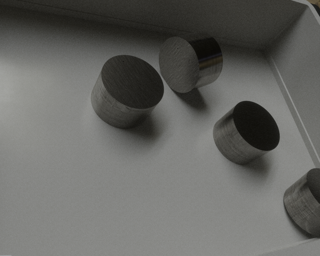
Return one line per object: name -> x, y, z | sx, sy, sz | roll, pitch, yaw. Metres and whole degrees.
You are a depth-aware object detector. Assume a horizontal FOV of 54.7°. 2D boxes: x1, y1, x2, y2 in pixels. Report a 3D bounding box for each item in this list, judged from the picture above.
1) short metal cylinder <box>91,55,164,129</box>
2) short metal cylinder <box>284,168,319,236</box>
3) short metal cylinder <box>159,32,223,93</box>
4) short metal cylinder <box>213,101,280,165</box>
short metal cylinder -> -0.042, -0.046, 0.395 | 0.081, 0.050, 0.080 | 14, 56, -21
short metal cylinder -> 0.226, 0.104, 0.437 | 0.081, 0.050, 0.080 | 15, 44, -14
short metal cylinder -> 0.044, -0.096, 0.453 | 0.050, 0.080, 0.080 | -24, 75, -36
short metal cylinder -> 0.125, 0.007, 0.452 | 0.081, 0.050, 0.080 | 14, 56, -21
